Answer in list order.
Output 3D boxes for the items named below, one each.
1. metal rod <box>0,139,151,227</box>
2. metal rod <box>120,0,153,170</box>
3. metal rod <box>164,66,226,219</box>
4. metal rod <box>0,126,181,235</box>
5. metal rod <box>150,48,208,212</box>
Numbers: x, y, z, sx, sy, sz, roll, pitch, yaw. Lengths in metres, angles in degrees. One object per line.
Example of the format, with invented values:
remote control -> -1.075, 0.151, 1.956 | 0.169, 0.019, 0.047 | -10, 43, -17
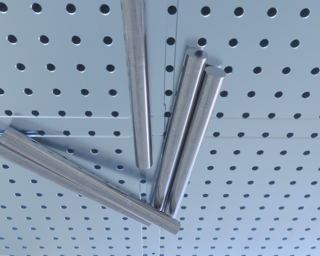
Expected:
metal rod -> -0.131, 0.088, 0.484 | 0.301, 0.025, 0.025 | 34, 122, -26
metal rod -> -0.025, -0.061, 0.358 | 0.025, 0.025, 0.298 | -1, 130, 0
metal rod -> 0.040, 0.047, 0.452 | 0.025, 0.025, 0.298 | 7, 130, -6
metal rod -> -0.092, 0.087, 0.464 | 0.301, 0.025, 0.025 | 34, 122, -19
metal rod -> 0.017, 0.030, 0.437 | 0.025, 0.025, 0.298 | 7, 130, -6
